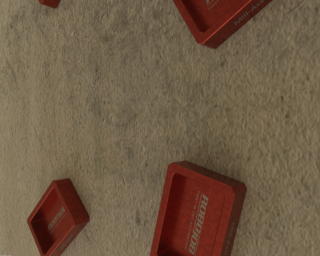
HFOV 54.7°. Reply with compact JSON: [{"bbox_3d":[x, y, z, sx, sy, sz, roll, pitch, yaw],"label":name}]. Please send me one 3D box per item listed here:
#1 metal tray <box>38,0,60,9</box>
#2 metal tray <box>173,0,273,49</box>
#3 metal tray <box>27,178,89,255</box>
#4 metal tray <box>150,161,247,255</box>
[{"bbox_3d":[-0.190,-0.296,0.555,0.129,0.030,0.090,-50,61,28],"label":"metal tray"},{"bbox_3d":[0.078,-0.162,0.335,0.130,0.030,0.090,-38,67,33],"label":"metal tray"},{"bbox_3d":[-0.184,0.163,0.550,0.129,0.030,0.090,-51,61,27],"label":"metal tray"},{"bbox_3d":[0.041,0.114,0.365,0.090,0.030,0.129,18,101,38],"label":"metal tray"}]
